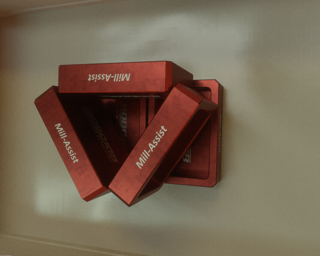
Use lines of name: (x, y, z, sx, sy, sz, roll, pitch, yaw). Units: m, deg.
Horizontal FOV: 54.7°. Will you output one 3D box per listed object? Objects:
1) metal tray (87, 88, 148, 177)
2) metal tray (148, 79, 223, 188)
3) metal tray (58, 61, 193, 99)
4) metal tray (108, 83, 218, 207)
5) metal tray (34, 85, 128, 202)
metal tray: (-0.055, 0.003, 0.427, 0.090, 0.030, 0.129, 1, 89, 20)
metal tray: (0.031, 0.006, 0.396, 0.090, 0.030, 0.129, 1, 90, 20)
metal tray: (-0.036, -0.051, 0.354, 0.130, 0.090, 0.030, 2, 91, 20)
metal tray: (0.007, 0.018, 0.339, 0.030, 0.090, 0.129, 37, 102, 16)
metal tray: (-0.083, 0.015, 0.371, 0.030, 0.090, 0.130, -33, 80, 18)
